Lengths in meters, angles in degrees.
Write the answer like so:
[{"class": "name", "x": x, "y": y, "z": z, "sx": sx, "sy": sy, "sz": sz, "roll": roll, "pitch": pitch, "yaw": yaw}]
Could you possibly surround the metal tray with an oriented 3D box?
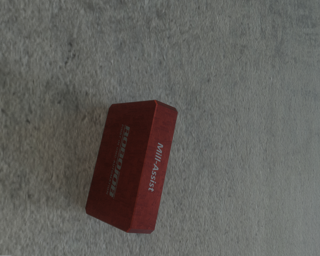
[{"class": "metal tray", "x": -0.033, "y": 0.038, "z": 0.336, "sx": 0.030, "sy": 0.090, "sz": 0.129, "roll": 20, "pitch": 78, "yaw": -39}]
